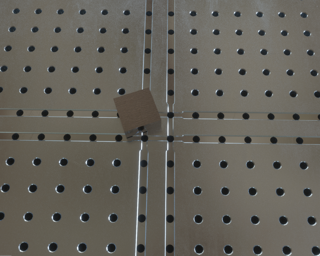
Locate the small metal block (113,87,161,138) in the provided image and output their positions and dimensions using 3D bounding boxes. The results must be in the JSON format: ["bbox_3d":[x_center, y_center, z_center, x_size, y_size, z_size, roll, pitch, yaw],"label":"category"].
[{"bbox_3d":[-0.030,-0.021,0.419,0.050,0.025,0.050,-18,71,-7],"label":"small metal block"}]
